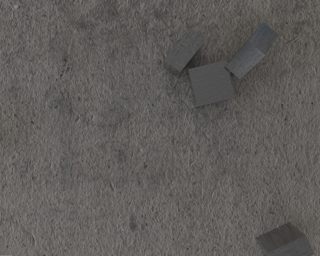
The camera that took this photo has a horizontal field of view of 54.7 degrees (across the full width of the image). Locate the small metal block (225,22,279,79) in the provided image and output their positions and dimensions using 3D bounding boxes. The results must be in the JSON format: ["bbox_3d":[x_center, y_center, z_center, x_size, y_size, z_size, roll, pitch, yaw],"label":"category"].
[{"bbox_3d":[0.115,-0.096,0.388,0.025,0.050,0.050,40,55,0],"label":"small metal block"}]

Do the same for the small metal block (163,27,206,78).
[{"bbox_3d":[0.030,-0.095,0.397,0.025,0.050,0.050,38,90,0],"label":"small metal block"}]

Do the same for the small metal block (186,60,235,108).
[{"bbox_3d":[0.066,-0.057,0.410,0.050,0.025,0.050,-14,90,0],"label":"small metal block"}]

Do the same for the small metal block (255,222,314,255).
[{"bbox_3d":[0.159,0.151,0.399,0.050,0.050,0.025,-25,90,0],"label":"small metal block"}]
